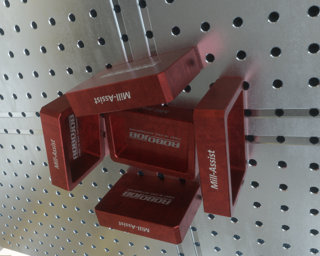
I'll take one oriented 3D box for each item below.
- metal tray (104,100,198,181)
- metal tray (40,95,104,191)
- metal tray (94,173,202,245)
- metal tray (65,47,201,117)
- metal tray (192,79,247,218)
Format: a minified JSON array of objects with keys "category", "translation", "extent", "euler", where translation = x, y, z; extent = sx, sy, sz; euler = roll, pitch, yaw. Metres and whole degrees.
[{"category":"metal tray","translation":[-0.009,0.015,0.421],"extent":[0.130,0.030,0.089],"euler":[11,123,22]},{"category":"metal tray","translation":[-0.119,0.013,0.441],"extent":[0.030,0.090,0.129],"euler":[17,125,19]},{"category":"metal tray","translation":[-0.015,0.110,0.446],"extent":[0.130,0.090,0.030],"euler":[4,120,26]},{"category":"metal tray","translation":[-0.030,-0.052,0.353],"extent":[0.130,0.090,0.030],"euler":[-6,115,31]},{"category":"metal tray","translation":[0.071,0.021,0.344],"extent":[0.030,0.090,0.129],"euler":[4,120,26]}]
